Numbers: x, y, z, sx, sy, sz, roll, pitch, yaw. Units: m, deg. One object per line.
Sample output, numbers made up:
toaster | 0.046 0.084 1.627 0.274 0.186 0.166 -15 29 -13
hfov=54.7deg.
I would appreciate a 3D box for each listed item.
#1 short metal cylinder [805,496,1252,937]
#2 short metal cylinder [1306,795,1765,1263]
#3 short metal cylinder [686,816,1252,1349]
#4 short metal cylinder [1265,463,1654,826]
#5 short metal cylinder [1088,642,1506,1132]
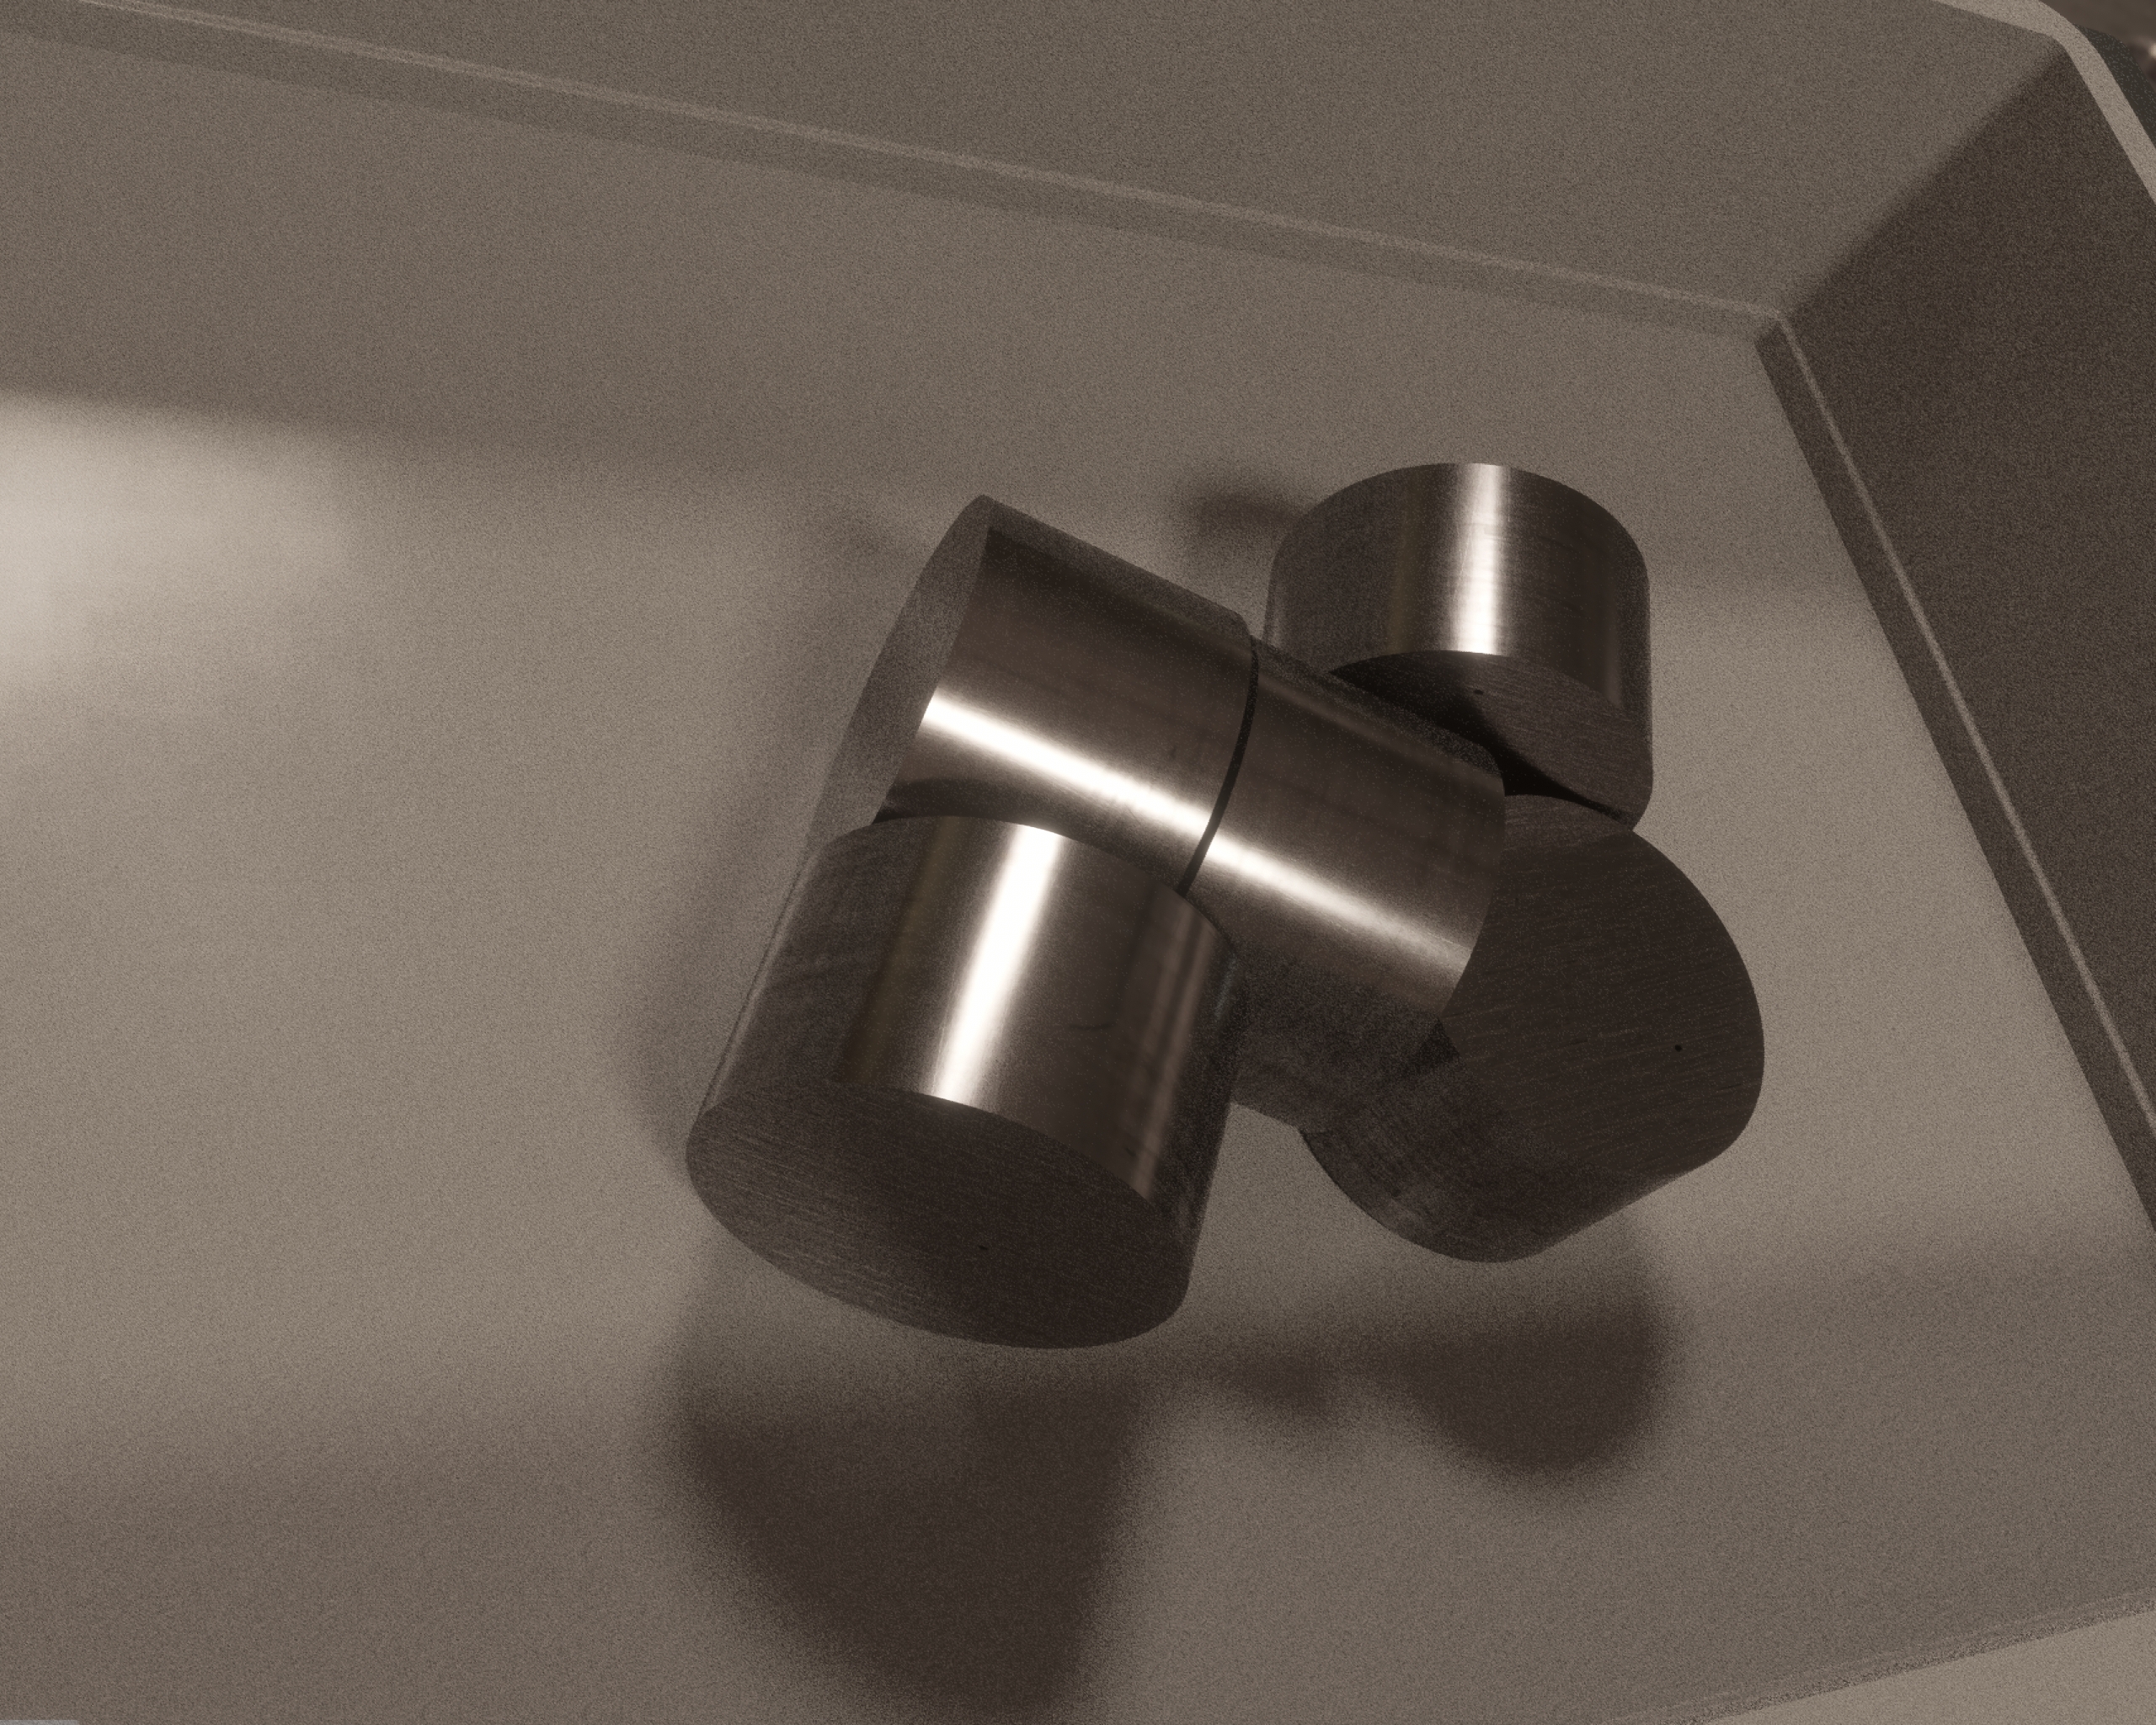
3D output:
short metal cylinder | -0.011 -0.019 0.375 0.050 0.080 0.080 23 53 -15
short metal cylinder | 0.088 0.033 0.416 0.081 0.050 0.080 14 56 -21
short metal cylinder | -0.016 0.037 0.338 0.080 0.080 0.050 26 53 -13
short metal cylinder | 0.078 -0.037 0.434 0.080 0.080 0.050 21 54 -16
short metal cylinder | 0.035 0.004 0.387 0.050 0.080 0.080 24 53 -14
